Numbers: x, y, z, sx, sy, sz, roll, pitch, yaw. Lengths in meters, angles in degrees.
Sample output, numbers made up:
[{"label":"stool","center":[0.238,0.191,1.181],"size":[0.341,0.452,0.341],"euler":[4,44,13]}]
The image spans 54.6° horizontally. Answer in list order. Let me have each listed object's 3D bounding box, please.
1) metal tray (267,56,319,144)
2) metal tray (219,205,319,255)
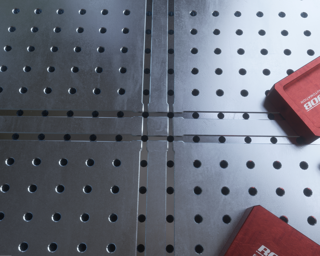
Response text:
[{"label":"metal tray","center":[0.229,-0.049,0.428],"size":[0.131,0.030,0.090],"euler":[-31,73,-11]},{"label":"metal tray","center":[0.139,0.161,0.351],"size":[0.130,0.030,0.090],"euler":[34,73,11]}]
